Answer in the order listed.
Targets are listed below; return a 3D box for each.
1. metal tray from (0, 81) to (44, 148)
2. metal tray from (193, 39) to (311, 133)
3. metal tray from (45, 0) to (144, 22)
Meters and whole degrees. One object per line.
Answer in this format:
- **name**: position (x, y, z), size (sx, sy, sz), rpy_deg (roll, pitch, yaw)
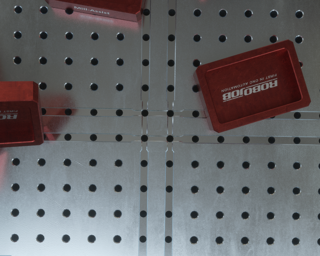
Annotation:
- **metal tray**: position (-0.208, -0.012, 0.361), size (0.131, 0.090, 0.030), rpy_deg (-3, 54, -18)
- **metal tray**: position (0.120, -0.054, 0.411), size (0.131, 0.030, 0.090), rpy_deg (-17, 90, 0)
- **metal tray**: position (-0.083, -0.200, 0.410), size (0.131, 0.030, 0.090), rpy_deg (10, 90, 0)
